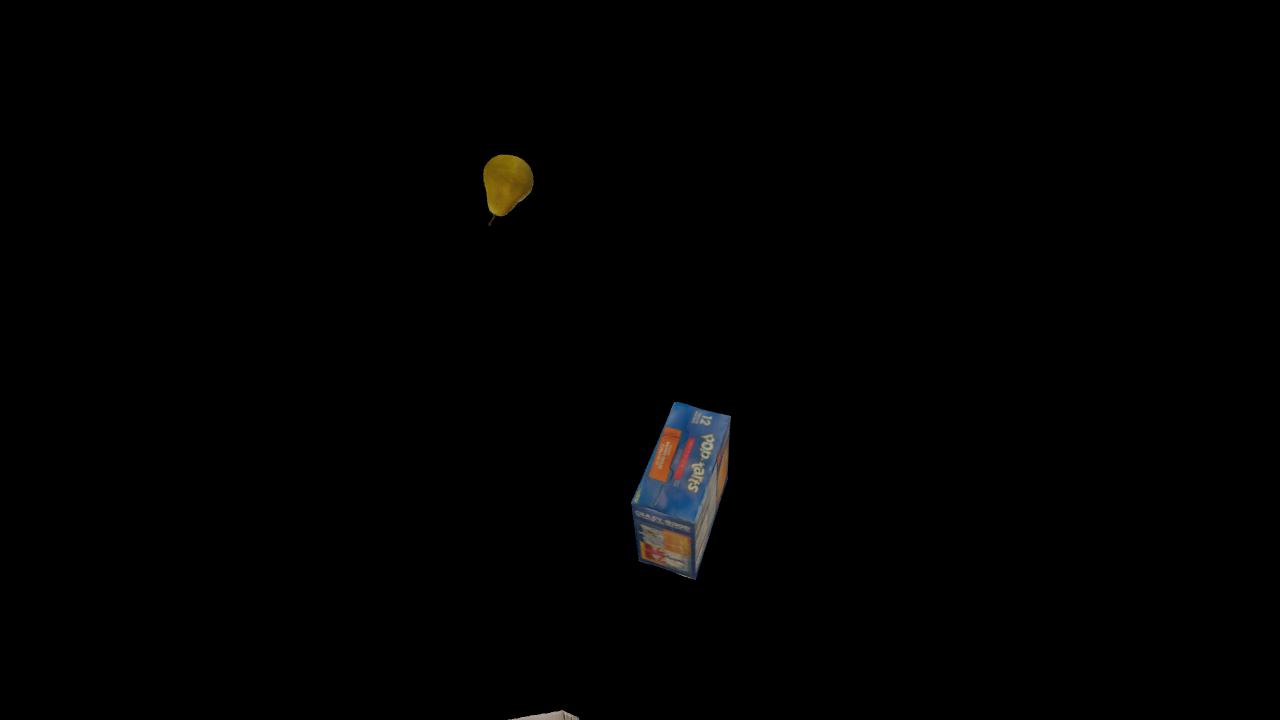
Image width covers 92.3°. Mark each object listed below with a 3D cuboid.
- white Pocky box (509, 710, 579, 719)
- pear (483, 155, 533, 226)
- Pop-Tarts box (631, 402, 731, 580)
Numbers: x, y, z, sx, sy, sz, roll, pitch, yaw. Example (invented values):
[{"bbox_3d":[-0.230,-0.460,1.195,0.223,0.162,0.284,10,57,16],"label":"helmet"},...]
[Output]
[{"bbox_3d":[-0.101,0.345,0.560,0.084,0.028,0.154,-8,-32,-5],"label":"white Pocky box"},{"bbox_3d":[-0.213,-0.266,0.974,0.080,0.111,0.080,10,-7,1],"label":"pear"},{"bbox_3d":[0.057,0.167,0.798,0.083,0.141,0.167,12,47,16],"label":"Pop-Tarts box"}]
